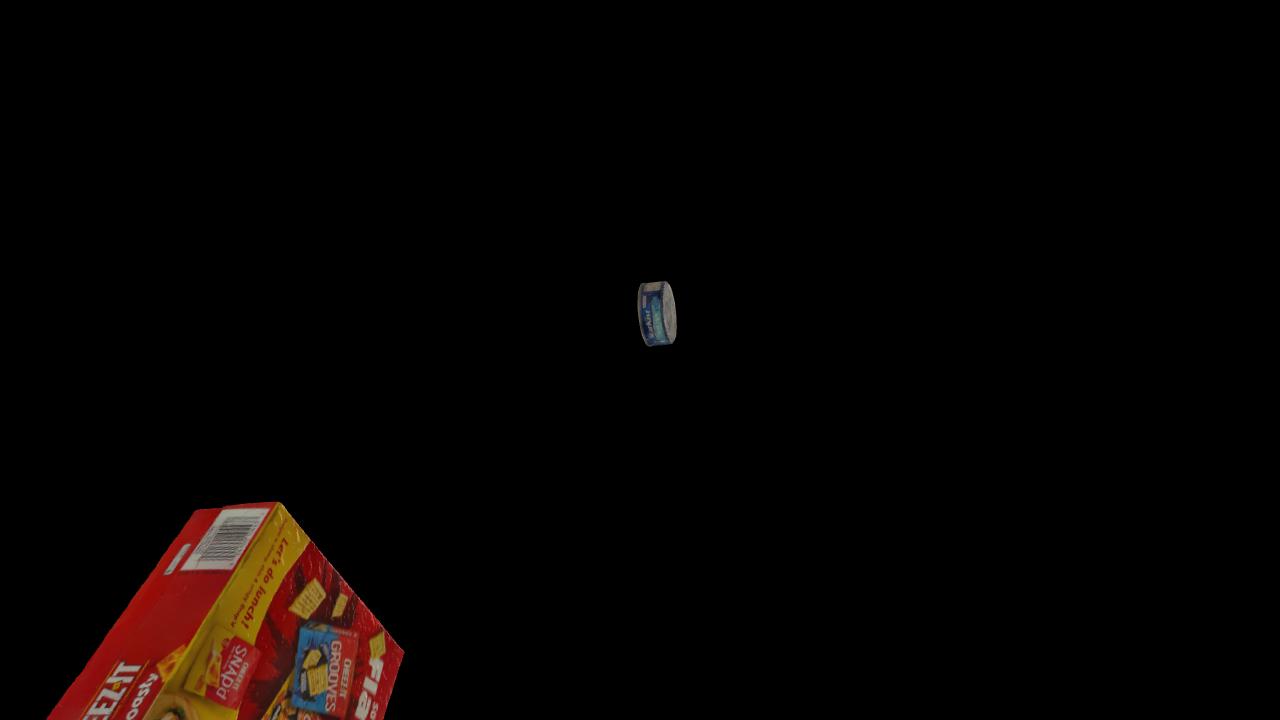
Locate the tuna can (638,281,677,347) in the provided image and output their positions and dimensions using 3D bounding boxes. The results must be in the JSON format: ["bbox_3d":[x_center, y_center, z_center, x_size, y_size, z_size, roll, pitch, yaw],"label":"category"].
[{"bbox_3d":[0.024,-0.060,0.801,0.034,0.084,0.084,-4,-1,15],"label":"tuna can"}]

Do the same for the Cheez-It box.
[{"bbox_3d":[-0.257,0.231,0.421,0.071,0.223,0.166,-6,40,8],"label":"Cheez-It box"}]
